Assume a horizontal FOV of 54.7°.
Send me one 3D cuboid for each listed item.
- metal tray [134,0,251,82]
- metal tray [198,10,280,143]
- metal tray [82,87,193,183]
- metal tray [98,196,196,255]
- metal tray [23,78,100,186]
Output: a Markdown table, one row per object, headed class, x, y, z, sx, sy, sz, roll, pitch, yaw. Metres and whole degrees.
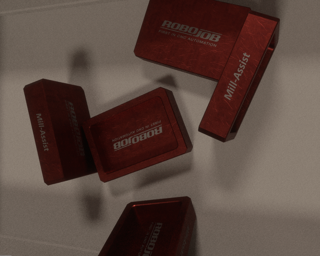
| class | x | y | z | sx | sy | sz | roll | pitch | yaw |
| --- | --- | --- | --- | --- | --- | --- | --- | --- | --- |
| metal tray | 0.041 | -0.116 | 0.393 | 0.130 | 0.030 | 0.089 | 20 | 97 | 18 |
| metal tray | 0.090 | -0.050 | 0.343 | 0.030 | 0.090 | 0.129 | 25 | 98 | 18 |
| metal tray | -0.032 | 0.011 | 0.418 | 0.130 | 0.030 | 0.090 | -22 | 83 | 18 |
| metal tray | -0.014 | 0.132 | 0.358 | 0.090 | 0.130 | 0.030 | -10 | 109 | 19 |
| metal tray | -0.128 | 0.004 | 0.419 | 0.030 | 0.090 | 0.129 | -16 | 85 | 19 |
